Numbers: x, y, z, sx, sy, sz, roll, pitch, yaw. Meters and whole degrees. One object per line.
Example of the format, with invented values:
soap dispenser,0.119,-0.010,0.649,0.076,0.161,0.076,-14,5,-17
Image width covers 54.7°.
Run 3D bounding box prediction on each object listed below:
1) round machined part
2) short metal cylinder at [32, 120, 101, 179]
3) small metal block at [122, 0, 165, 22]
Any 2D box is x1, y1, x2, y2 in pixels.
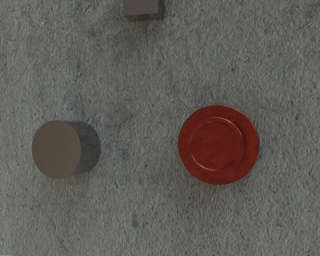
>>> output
round machined part,0.069,0.021,0.376,0.098,0.042,0.097,0,90,20
short metal cylinder,-0.133,0.029,0.442,0.080,0.050,0.080,0,90,20
small metal block,-0.021,-0.174,0.417,0.050,0.025,0.050,3,91,20
